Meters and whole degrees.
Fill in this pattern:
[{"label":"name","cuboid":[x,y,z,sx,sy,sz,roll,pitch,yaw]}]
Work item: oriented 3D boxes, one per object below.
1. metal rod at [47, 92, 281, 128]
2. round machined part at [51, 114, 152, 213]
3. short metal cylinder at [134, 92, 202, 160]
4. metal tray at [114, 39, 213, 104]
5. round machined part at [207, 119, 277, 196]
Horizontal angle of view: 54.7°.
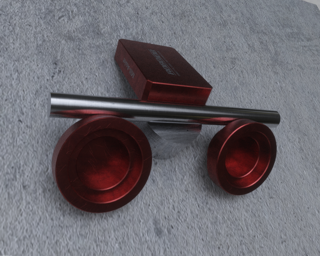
[{"label":"metal rod","cuboid":[0.027,-0.018,0.369,0.303,0.025,0.025,2,61,-28]},{"label":"round machined part","cuboid":[-0.061,0.034,0.321,0.099,0.042,0.097,-6,103,-28]},{"label":"short metal cylinder","cuboid":[0.006,-0.005,0.398,0.081,0.050,0.080,14,56,-21]},{"label":"metal tray","cuboid":[0.000,-0.075,0.415,0.091,0.030,0.130,2,35,-28]},{"label":"round machined part","cuboid":[0.102,0.035,0.407,0.099,0.042,0.097,-8,108,-26]}]
